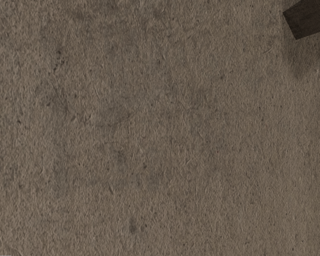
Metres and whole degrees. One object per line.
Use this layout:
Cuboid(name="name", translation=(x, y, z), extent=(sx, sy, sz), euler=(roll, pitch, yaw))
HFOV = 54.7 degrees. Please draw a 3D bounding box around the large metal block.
Cuboid(name="large metal block", translation=(0.255, -0.186, 0.476), extent=(0.080, 0.080, 0.050), euler=(-35, 102, -17))
